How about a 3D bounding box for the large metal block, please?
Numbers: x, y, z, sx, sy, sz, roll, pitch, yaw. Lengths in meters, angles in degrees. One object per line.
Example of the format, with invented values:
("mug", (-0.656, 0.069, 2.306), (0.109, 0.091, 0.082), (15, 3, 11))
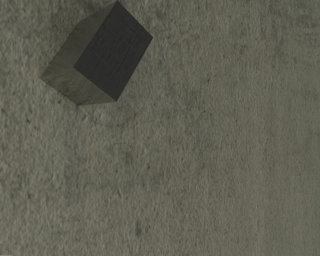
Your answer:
("large metal block", (-0.065, -0.071, 0.315), (0.050, 0.080, 0.080), (40, 66, -33))
